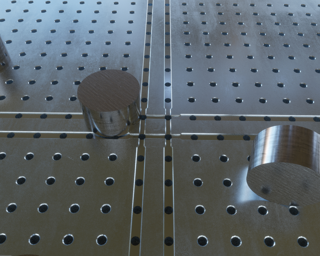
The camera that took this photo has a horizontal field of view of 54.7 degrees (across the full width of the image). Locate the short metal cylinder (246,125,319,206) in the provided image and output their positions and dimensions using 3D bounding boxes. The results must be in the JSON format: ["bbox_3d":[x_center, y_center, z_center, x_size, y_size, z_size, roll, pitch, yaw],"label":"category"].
[{"bbox_3d":[0.140,0.042,0.338,0.080,0.080,0.050,15,52,12],"label":"short metal cylinder"}]

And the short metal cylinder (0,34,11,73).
[{"bbox_3d":[-0.287,-0.122,0.490,0.081,0.050,0.080,0,50,0],"label":"short metal cylinder"}]

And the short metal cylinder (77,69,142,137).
[{"bbox_3d":[-0.066,-0.034,0.419,0.081,0.050,0.080,0,50,0],"label":"short metal cylinder"}]
